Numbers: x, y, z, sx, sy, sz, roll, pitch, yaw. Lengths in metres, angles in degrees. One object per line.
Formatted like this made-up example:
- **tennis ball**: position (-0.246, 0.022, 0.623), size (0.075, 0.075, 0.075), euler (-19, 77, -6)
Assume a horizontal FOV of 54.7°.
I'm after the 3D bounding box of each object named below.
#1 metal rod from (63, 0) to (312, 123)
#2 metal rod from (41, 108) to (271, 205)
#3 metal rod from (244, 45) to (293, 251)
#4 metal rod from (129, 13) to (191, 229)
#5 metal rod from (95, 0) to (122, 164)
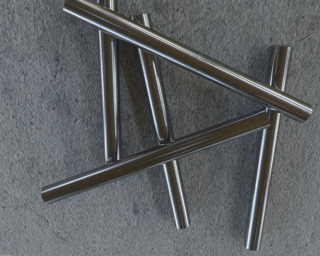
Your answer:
- **metal rod**: position (0.039, -0.076, 0.354), size (0.302, 0.025, 0.025), euler (23, 108, -9)
- **metal rod**: position (-0.011, 0.038, 0.395), size (0.301, 0.025, 0.025), euler (-20, 109, 7)
- **metal rod**: position (0.144, 0.041, 0.425), size (0.025, 0.025, 0.298), euler (1, 110, -1)
- **metal rod**: position (0.005, 0.006, 0.411), size (0.025, 0.025, 0.298), euler (-11, 110, 4)
- **metal rod**: position (-0.062, -0.086, 0.377), size (0.025, 0.025, 0.298), euler (1, 110, -1)
